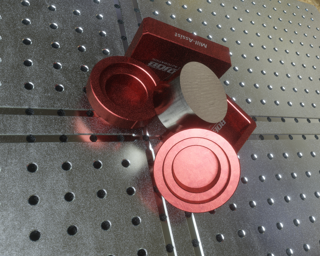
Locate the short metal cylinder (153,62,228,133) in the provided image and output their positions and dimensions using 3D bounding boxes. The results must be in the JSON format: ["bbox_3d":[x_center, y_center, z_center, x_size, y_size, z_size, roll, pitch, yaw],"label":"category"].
[{"bbox_3d":[0.038,-0.035,0.388,0.081,0.050,0.080,18,60,-34],"label":"short metal cylinder"}]

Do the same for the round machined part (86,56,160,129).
[{"bbox_3d":[-0.046,-0.041,0.399,0.099,0.042,0.098,14,56,-21],"label":"round machined part"}]

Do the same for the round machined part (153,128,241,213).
[{"bbox_3d":[0.043,0.048,0.371,0.099,0.042,0.097,0,92,5],"label":"round machined part"}]

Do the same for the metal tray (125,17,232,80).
[{"bbox_3d":[0.022,-0.093,0.436,0.131,0.090,0.030,14,56,-21],"label":"metal tray"}]

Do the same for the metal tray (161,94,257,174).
[{"bbox_3d":[0.074,0.004,0.444,0.090,0.030,0.131,45,51,3],"label":"metal tray"}]
